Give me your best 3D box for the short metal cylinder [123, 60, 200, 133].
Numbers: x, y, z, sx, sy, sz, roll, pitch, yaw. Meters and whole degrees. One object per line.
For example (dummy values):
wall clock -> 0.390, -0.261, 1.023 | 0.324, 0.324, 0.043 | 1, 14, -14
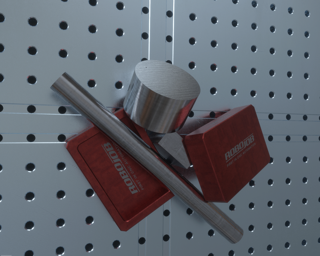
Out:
short metal cylinder -> 0.002, -0.039, 0.374 | 0.081, 0.080, 0.050 | 9, 129, -20

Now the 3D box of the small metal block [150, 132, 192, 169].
small metal block -> 0.015, 0.025, 0.400 | 0.050, 0.050, 0.025 | 42, 77, -15

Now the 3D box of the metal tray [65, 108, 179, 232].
metal tray -> -0.046, 0.050, 0.389 | 0.090, 0.030, 0.130 | -33, 101, -17

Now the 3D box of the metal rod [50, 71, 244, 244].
metal rod -> -0.004, 0.046, 0.375 | 0.300, 0.025, 0.025 | 43, 77, -16

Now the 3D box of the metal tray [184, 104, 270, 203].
metal tray -> 0.096, 0.030, 0.414 | 0.131, 0.030, 0.090 | -27, 100, -43
